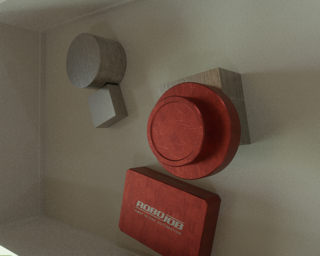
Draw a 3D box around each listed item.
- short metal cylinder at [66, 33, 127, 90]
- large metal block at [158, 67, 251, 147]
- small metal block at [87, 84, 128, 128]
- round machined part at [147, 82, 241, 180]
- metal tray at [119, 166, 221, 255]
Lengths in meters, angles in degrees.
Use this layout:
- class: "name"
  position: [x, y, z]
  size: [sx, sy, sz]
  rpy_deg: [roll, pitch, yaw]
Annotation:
- class: "short metal cylinder"
  position: [-0.097, -0.098, 0.468]
  size: [0.080, 0.050, 0.079]
  rpy_deg: [0, 90, 39]
- class: "large metal block"
  position: [0.049, -0.016, 0.349]
  size: [0.080, 0.050, 0.080]
  rpy_deg: [-11, 83, 39]
- class: "small metal block"
  position: [-0.080, -0.032, 0.470]
  size: [0.050, 0.025, 0.050]
  rpy_deg: [-27, 73, 36]
- class: "round machined part"
  position: [0.026, 0.003, 0.308]
  size: [0.098, 0.042, 0.097]
  rpy_deg: [0, 90, 39]
- class: "metal tray"
  position: [0.007, 0.110, 0.396]
  size: [0.130, 0.030, 0.089]
  rpy_deg: [15, 99, 38]
